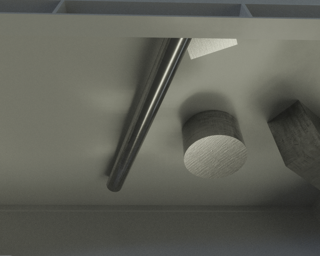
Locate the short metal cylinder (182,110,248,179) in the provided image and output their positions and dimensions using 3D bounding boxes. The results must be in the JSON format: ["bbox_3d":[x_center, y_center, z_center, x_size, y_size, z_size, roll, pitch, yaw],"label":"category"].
[{"bbox_3d":[0.071,0.022,0.413,0.081,0.050,0.079,0,130,0],"label":"short metal cylinder"}]

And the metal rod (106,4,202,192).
[{"bbox_3d":[-0.022,-0.009,0.383,0.025,0.025,0.298,15,134,-13],"label":"metal rod"}]

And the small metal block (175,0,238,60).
[{"bbox_3d":[0.048,-0.106,0.320,0.050,0.025,0.050,-16,129,13],"label":"small metal block"}]

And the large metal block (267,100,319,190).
[{"bbox_3d":[0.193,0.023,0.396,0.080,0.080,0.050,32,123,-25],"label":"large metal block"}]
